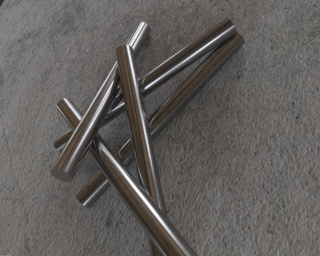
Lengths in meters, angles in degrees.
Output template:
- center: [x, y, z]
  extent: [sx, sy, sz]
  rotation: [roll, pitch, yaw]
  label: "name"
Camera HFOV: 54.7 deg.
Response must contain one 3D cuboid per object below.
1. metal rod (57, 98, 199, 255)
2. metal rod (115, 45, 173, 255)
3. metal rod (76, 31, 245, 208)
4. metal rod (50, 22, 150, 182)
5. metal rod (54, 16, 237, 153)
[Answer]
- center: [-0.058, 0.043, 0.363]
  extent: [0.025, 0.025, 0.300]
  rotation: [-45, 49, -3]
  label: "metal rod"
- center: [-0.021, 0.023, 0.370]
  extent: [0.025, 0.025, 0.299]
  rotation: [-21, 63, 16]
  label: "metal rod"
- center: [0.004, -0.015, 0.411]
  extent: [0.300, 0.025, 0.025]
  rotation: [-47, 51, -5]
  label: "metal rod"
- center: [-0.067, -0.058, 0.427]
  extent: [0.025, 0.025, 0.300]
  rotation: [-4, 45, 26]
  label: "metal rod"
- center: [-0.029, -0.053, 0.434]
  extent: [0.300, 0.025, 0.025]
  rotation: [-34, 51, 12]
  label: "metal rod"
